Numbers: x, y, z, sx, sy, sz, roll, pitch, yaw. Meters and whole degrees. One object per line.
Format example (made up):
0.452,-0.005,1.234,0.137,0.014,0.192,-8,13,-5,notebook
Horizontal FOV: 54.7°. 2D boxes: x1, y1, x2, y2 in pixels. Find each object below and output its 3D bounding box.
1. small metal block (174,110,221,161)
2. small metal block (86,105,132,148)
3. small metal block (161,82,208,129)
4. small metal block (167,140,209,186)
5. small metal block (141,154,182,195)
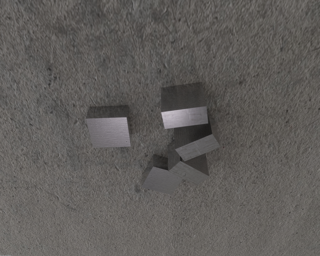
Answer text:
0.046,0.009,0.399,0.050,0.050,0.025,-24,126,19,small metal block
-0.065,-0.001,0.405,0.050,0.025,0.050,-2,130,1,small metal block
0.028,-0.027,0.368,0.050,0.050,0.025,-7,130,6,small metal block
0.038,0.045,0.429,0.050,0.050,0.025,30,124,-23,small metal block
0.004,0.071,0.468,0.050,0.025,0.050,17,128,-14,small metal block
